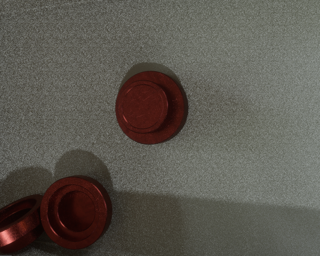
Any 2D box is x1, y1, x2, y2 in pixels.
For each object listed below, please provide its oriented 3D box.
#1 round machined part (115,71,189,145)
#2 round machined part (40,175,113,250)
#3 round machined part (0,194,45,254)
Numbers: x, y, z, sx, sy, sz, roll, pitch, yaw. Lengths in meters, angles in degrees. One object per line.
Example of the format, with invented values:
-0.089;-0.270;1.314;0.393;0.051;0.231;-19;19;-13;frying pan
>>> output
-0.015;-0.027;0.407;0.098;0.042;0.097;0;90;20;round machined part
-0.113;0.115;0.437;0.098;0.042;0.097;0;88;12;round machined part
-0.207;0.142;0.449;0.098;0.098;0.042;-16;106;19;round machined part
